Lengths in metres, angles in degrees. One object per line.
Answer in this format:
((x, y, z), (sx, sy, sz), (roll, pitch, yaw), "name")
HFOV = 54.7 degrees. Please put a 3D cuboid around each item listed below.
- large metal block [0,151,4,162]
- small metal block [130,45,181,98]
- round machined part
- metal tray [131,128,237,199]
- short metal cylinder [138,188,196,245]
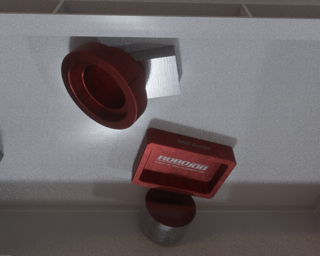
((-0.260, 0.039, 0.402), (0.050, 0.080, 0.080), (-6, 130, 4), "large metal block")
((-0.005, -0.063, 0.355), (0.050, 0.025, 0.050), (-7, 130, 5), "small metal block")
((-0.055, -0.049, 0.337), (0.098, 0.042, 0.097), (22, 140, 21), "round machined part")
((0.032, 0.055, 0.453), (0.131, 0.030, 0.089), (14, 129, -12), "metal tray")
((0.010, 0.134, 0.487), (0.081, 0.080, 0.050), (11, 129, -10), "short metal cylinder")
